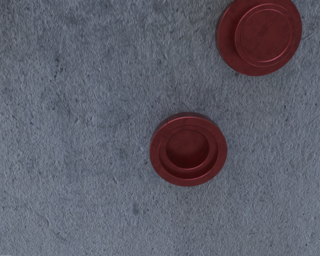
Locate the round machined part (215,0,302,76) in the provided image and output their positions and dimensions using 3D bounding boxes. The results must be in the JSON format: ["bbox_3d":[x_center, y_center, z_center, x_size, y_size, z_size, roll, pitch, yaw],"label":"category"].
[{"bbox_3d":[0.117,-0.109,0.362,0.099,0.042,0.097,0,110,0],"label":"round machined part"}]

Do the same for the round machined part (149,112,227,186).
[{"bbox_3d":[0.036,0.025,0.410,0.099,0.042,0.097,0,110,0],"label":"round machined part"}]
